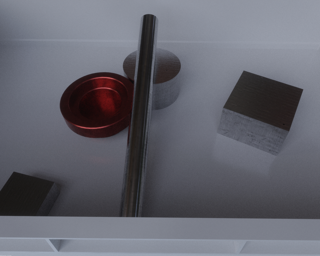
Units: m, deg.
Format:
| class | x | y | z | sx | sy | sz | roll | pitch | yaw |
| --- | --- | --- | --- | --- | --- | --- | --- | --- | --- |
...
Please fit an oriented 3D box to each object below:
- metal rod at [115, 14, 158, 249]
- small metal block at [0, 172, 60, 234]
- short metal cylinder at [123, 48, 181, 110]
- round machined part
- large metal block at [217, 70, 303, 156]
| class | x | y | z | sx | sy | sz | roll | pitch | yaw |
| --- | --- | --- | --- | --- | --- | --- | --- | --- | --- |
| metal rod | -0.023 | -0.016 | 0.370 | 0.025 | 0.025 | 0.299 | 3 | 65 | 2 |
| small metal block | -0.146 | 0.080 | 0.336 | 0.050 | 0.025 | 0.050 | 12 | 51 | 10 |
| short metal cylinder | -0.011 | -0.072 | 0.449 | 0.081 | 0.050 | 0.080 | 1 | 50 | 0 |
| round machined part | -0.078 | -0.026 | 0.412 | 0.099 | 0.042 | 0.098 | -1 | 53 | 2 |
| large metal block | 0.131 | -0.022 | 0.409 | 0.080 | 0.050 | 0.080 | 22 | 53 | 17 |
